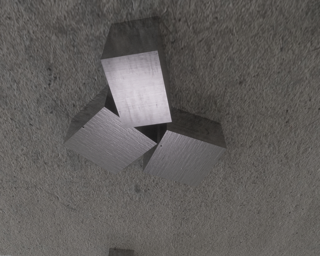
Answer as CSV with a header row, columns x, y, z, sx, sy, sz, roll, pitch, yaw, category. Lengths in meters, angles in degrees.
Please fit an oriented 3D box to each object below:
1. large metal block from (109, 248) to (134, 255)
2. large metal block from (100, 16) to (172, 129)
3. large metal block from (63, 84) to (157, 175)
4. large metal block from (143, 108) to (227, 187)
x,y,z,sx,sy,sz,roll,pitch,yaw,category
-0.085,0.303,0.628,0.050,0.080,0.079,8,130,-7,large metal block
-0.020,-0.058,0.321,0.050,0.080,0.080,-8,130,6,large metal block
-0.060,0.003,0.393,0.080,0.050,0.080,37,121,-27,large metal block
0.030,0.026,0.413,0.081,0.050,0.079,18,128,-15,large metal block
